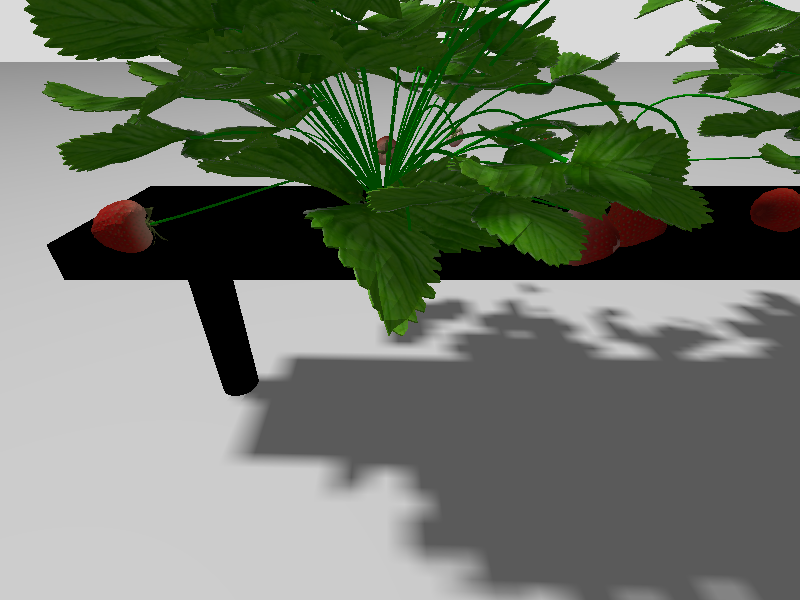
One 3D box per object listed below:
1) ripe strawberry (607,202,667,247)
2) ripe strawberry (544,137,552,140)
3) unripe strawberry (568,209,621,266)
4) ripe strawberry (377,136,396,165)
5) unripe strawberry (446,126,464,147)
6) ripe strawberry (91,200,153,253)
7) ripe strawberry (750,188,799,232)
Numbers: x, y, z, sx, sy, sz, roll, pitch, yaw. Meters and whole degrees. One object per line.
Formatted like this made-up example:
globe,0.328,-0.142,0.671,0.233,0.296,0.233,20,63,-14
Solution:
ripe strawberry,0.168,-0.056,0.286,0.040,0.039,0.037,13,35,19
ripe strawberry,0.187,-0.192,0.511,0.027,0.029,0.030,30,2,39
unripe strawberry,0.119,-0.040,0.256,0.039,0.039,0.043,25,40,32
ripe strawberry,-0.016,-0.181,0.484,0.029,0.033,0.032,0,32,-1
unripe strawberry,0.079,-0.231,0.569,0.025,0.028,0.027,11,-5,17
ripe strawberry,-0.191,-0.050,0.276,0.034,0.036,0.031,-16,36,-22
ripe strawberry,0.291,-0.069,0.309,0.036,0.031,0.036,-11,34,-16
